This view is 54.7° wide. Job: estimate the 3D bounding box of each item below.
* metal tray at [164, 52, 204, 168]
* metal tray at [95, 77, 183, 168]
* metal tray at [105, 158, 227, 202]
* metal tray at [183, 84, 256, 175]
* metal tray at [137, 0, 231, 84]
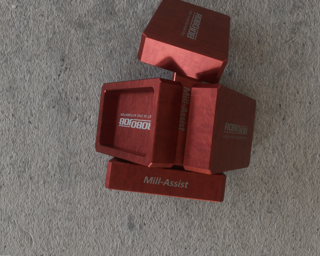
[{"bbox_3d":[0.026,-0.021,0.378,0.030,0.090,0.129,7,90,0],"label":"metal tray"},{"bbox_3d":[-0.030,-0.008,0.362,0.030,0.130,0.089,6,90,-37],"label":"metal tray"},{"bbox_3d":[0.006,0.058,0.378,0.131,0.090,0.030,7,90,-1],"label":"metal tray"},{"bbox_3d":[0.075,0.003,0.362,0.030,0.131,0.089,6,91,33],"label":"metal tray"},{"bbox_3d":[0.034,-0.109,0.365,0.090,0.130,0.030,18,131,-1],"label":"metal tray"}]
